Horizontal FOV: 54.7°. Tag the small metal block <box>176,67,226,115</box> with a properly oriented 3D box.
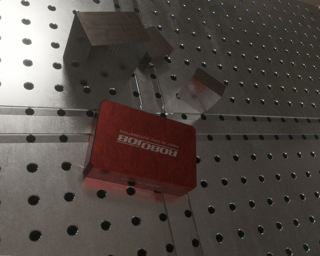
[{"bbox_3d":[0.060,-0.054,0.460,0.050,0.050,0.025,34,51,-7],"label":"small metal block"}]

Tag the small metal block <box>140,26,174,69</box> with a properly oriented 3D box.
[{"bbox_3d":[-0.016,-0.125,0.478,0.050,0.025,0.050,-34,81,-38],"label":"small metal block"}]

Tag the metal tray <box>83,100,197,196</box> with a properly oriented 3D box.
[{"bbox_3d":[-0.019,0.026,0.380,0.131,0.030,0.090,16,55,-20],"label":"metal tray"}]

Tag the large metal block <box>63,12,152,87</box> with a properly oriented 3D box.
[{"bbox_3d":[-0.070,-0.101,0.398,0.081,0.080,0.050,-15,70,-34],"label":"large metal block"}]
